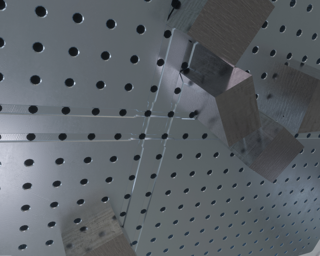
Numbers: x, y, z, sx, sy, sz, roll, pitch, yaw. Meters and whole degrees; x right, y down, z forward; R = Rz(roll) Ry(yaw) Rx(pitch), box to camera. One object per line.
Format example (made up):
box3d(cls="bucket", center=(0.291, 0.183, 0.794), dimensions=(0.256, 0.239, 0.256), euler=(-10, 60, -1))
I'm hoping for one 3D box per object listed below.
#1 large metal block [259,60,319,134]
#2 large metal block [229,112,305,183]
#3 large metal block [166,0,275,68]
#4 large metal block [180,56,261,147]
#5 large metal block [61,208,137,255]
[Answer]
box3d(cls="large metal block", center=(0.203, -0.048, 0.456), dimensions=(0.050, 0.080, 0.079), euler=(-4, 120, -26))
box3d(cls="large metal block", center=(0.177, 0.034, 0.511), dimensions=(0.080, 0.050, 0.080), euler=(32, 101, -38))
box3d(cls="large metal block", center=(0.068, -0.128, 0.352), dimensions=(0.080, 0.050, 0.080), euler=(23, 106, -37))
box3d(cls="large metal block", center=(0.077, -0.036, 0.394), dimensions=(0.050, 0.080, 0.080), euler=(-31, 129, -8))
box3d(cls="large metal block", center=(-0.086, 0.179, 0.458), dimensions=(0.080, 0.050, 0.080), euler=(-27, 128, -12))
